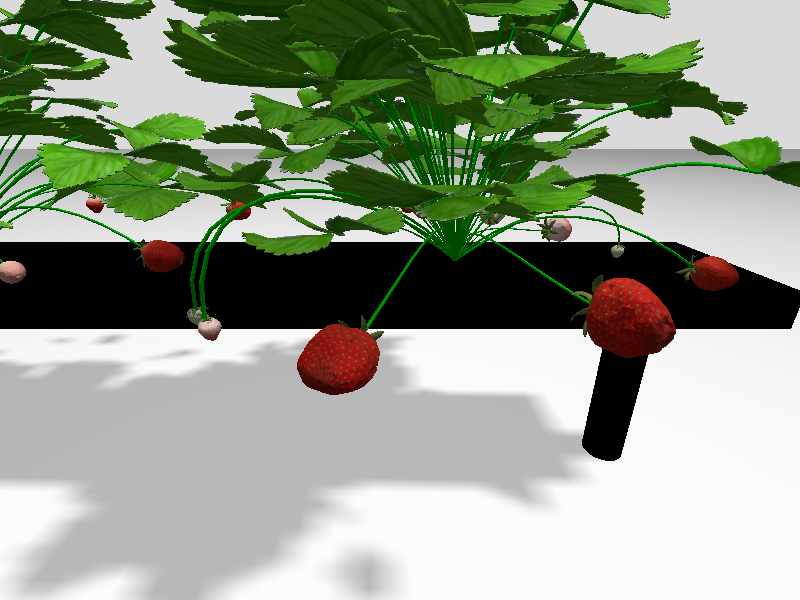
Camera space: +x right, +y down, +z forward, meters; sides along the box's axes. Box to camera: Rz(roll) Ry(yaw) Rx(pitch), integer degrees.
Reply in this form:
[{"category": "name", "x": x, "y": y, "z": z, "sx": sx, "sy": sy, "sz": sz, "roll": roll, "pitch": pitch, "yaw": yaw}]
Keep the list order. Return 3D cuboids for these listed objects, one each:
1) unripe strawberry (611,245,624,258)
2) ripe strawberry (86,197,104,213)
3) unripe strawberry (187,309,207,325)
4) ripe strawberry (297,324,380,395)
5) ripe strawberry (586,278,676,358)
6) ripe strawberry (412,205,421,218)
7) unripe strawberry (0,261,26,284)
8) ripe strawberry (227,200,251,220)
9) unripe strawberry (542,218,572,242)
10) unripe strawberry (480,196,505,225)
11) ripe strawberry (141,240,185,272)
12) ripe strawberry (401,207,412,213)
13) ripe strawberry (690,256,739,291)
[{"category": "unripe strawberry", "x": 0.193, "y": -0.043, "z": 0.355, "sx": 0.010, "sy": 0.011, "sz": 0.011, "roll": 1, "pitch": 22, "yaw": 2}, {"category": "ripe strawberry", "x": -0.428, "y": -0.133, "z": 0.563, "sx": 0.021, "sy": 0.021, "sz": 0.018, "roll": -3, "pitch": 23, "yaw": -7}, {"category": "unripe strawberry", "x": -0.117, "y": 0.009, "z": 0.230, "sx": 0.010, "sy": 0.010, "sz": 0.009, "roll": -18, "pitch": 28, "yaw": -37}, {"category": "ripe strawberry", "x": -0.027, "y": 0.027, "z": 0.170, "sx": 0.035, "sy": 0.031, "sz": 0.032, "roll": 8, "pitch": 24, "yaw": 19}, {"category": "ripe strawberry", "x": 0.113, "y": 0.010, "z": 0.198, "sx": 0.036, "sy": 0.041, "sz": 0.039, "roll": -8, "pitch": 24, "yaw": -19}, {"category": "ripe strawberry", "x": 0.031, "y": -0.129, "z": 0.542, "sx": 0.031, "sy": 0.035, "sz": 0.034, "roll": -2, "pitch": 5, "yaw": -5}, {"category": "unripe strawberry", "x": -0.297, "y": -0.021, "z": 0.307, "sx": 0.017, "sy": 0.017, "sz": 0.016, "roll": 25, "pitch": 30, "yaw": 21}, {"category": "ripe strawberry", "x": -0.210, "y": -0.118, "z": 0.525, "sx": 0.027, "sy": 0.030, "sz": 0.029, "roll": 22, "pitch": -13, "yaw": 42}, {"category": "unripe strawberry", "x": 0.168, "y": -0.076, "z": 0.423, "sx": 0.031, "sy": 0.026, "sz": 0.031, "roll": -12, "pitch": 25, "yaw": -28}, {"category": "unripe strawberry", "x": 0.117, "y": -0.113, "z": 0.501, "sx": 0.032, "sy": 0.037, "sz": 0.035, "roll": 9, "pitch": 24, "yaw": 21}, {"category": "ripe strawberry", "x": -0.192, "y": -0.036, "z": 0.327, "sx": 0.030, "sy": 0.026, "sz": 0.030, "roll": 12, "pitch": 24, "yaw": 5}, {"category": "ripe strawberry", "x": 0.011, "y": -0.141, "z": 0.588, "sx": 0.024, "sy": 0.025, "sz": 0.026, "roll": -3, "pitch": 22, "yaw": -8}, {"category": "ripe strawberry", "x": 0.227, "y": -0.019, "z": 0.289, "sx": 0.029, "sy": 0.024, "sz": 0.029, "roll": 18, "pitch": 27, "yaw": 18}]
